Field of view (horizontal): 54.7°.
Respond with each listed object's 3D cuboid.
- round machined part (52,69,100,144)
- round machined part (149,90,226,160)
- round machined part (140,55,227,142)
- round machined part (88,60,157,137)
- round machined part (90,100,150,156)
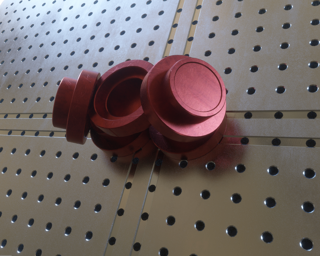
[{"bbox_3d":[-0.110,-0.030,0.406,0.042,0.098,0.098,13,62,-8],"label":"round machined part"},{"bbox_3d":[0.030,-0.013,0.388,0.098,0.042,0.098,-13,56,20],"label":"round machined part"},{"bbox_3d":[0.032,-0.037,0.337,0.042,0.099,0.098,-37,35,59],"label":"round machined part"},{"bbox_3d":[-0.036,-0.032,0.379,0.098,0.042,0.098,-13,56,20],"label":"round machined part"},{"bbox_3d":[-0.057,-0.013,0.433,0.098,0.042,0.098,-13,56,20],"label":"round machined part"}]
